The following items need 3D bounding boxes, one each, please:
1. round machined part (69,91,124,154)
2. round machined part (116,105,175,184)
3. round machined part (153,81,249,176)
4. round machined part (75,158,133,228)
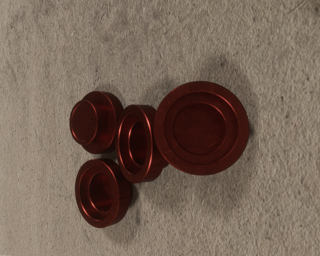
[{"bbox_3d":[-0.102,-0.008,0.475,0.098,0.042,0.097,0,90,39],"label":"round machined part"},{"bbox_3d":[-0.017,0.019,0.394,0.098,0.042,0.097,2,92,57],"label":"round machined part"},{"bbox_3d":[0.042,0.002,0.336,0.099,0.042,0.097,0,83,-2],"label":"round machined part"},{"bbox_3d":[-0.078,0.093,0.456,0.098,0.042,0.097,0,90,39],"label":"round machined part"}]
